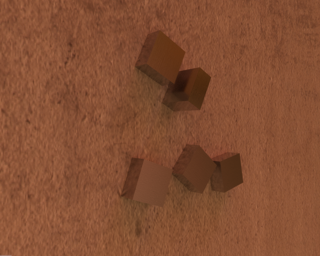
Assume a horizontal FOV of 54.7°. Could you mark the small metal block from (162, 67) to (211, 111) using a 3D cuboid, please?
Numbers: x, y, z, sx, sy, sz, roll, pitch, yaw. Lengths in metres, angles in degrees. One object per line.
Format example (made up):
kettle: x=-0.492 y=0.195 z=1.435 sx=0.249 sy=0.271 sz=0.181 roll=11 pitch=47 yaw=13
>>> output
small metal block: x=0.036 y=-0.051 z=0.420 sx=0.025 sy=0.050 sz=0.050 roll=33 pitch=70 yaw=-36

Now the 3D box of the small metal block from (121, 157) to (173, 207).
small metal block: x=-0.016 y=0.069 z=0.394 sx=0.050 sy=0.025 sz=0.050 roll=25 pitch=74 yaw=-38

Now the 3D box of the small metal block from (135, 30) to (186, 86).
small metal block: x=0.001 y=-0.091 z=0.408 sx=0.050 sy=0.025 sz=0.050 roll=31 pitch=71 yaw=-36

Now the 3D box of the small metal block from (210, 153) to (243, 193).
small metal block: x=0.105 y=0.070 z=0.496 sx=0.050 sy=0.025 sz=0.050 roll=-15 pitch=100 yaw=-39

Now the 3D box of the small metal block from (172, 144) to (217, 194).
small metal block: x=0.050 y=0.059 z=0.449 sx=0.050 sy=0.025 sz=0.050 roll=47 pitch=62 yaw=-30
